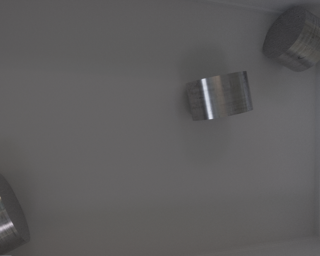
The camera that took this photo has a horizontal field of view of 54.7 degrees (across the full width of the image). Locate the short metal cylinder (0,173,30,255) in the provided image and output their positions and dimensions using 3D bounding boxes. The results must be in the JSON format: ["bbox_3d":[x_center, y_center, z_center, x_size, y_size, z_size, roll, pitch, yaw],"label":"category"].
[{"bbox_3d":[-0.175,0.093,0.317,0.050,0.080,0.080,-25,99,-18],"label":"short metal cylinder"}]

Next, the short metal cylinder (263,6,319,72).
[{"bbox_3d":[0.199,-0.129,0.454,0.050,0.080,0.080,21,83,-19],"label":"short metal cylinder"}]

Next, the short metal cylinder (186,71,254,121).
[{"bbox_3d":[0.078,-0.042,0.410,0.081,0.080,0.050,-13,95,-20],"label":"short metal cylinder"}]
